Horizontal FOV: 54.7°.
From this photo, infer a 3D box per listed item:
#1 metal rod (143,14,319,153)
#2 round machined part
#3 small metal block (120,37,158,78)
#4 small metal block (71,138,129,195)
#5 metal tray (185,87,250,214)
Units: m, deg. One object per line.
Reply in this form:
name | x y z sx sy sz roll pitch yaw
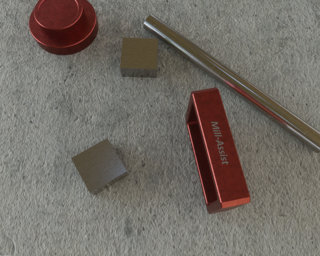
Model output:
metal rod | 0.098 -0.068 0.434 0.300 0.025 0.025 39 74 12
round machined part | -0.144 -0.160 0.456 0.099 0.042 0.098 0 70 -1
small metal block | -0.029 -0.101 0.445 0.050 0.025 0.050 2 70 0
small metal block | -0.075 0.049 0.389 0.050 0.025 0.050 -30 73 -11
metal tray | 0.062 0.030 0.363 0.030 0.090 0.129 -11 71 -4
